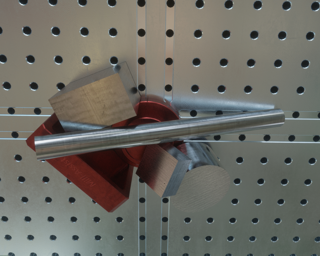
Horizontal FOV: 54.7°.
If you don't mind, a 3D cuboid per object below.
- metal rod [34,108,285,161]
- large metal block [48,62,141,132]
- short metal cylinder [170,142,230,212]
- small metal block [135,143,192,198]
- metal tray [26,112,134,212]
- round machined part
[{"bbox_3d":[0.016,0.003,0.364,0.303,0.025,0.025,-7,111,-19],"label":"metal rod"},{"bbox_3d":[-0.072,-0.036,0.368,0.080,0.080,0.050,-20,109,7],"label":"large metal block"},{"bbox_3d":[0.045,0.065,0.412,0.081,0.050,0.079,-8,124,-13],"label":"short metal cylinder"},{"bbox_3d":[0.003,0.047,0.371,0.025,0.050,0.050,4,115,-47],"label":"small metal block"},{"bbox_3d":[-0.092,0.035,0.389,0.030,0.090,0.130,-42,105,14],"label":"metal tray"},{"bbox_3d":[-0.017,0.012,0.411,0.099,0.042,0.097,0,110,-1],"label":"round machined part"}]
